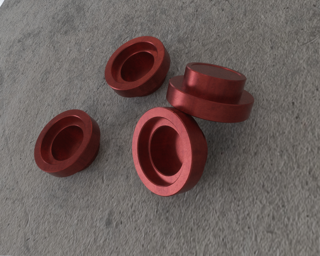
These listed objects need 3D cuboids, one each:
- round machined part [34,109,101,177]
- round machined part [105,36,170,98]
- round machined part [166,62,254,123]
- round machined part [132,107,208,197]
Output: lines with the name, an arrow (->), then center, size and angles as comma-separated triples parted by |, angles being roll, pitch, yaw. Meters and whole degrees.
round machined part -> -0.126, 0.025, 0.444 | 0.098, 0.042, 0.098 | -13, 56, 21
round machined part -> -0.029, -0.086, 0.461 | 0.098, 0.042, 0.098 | -13, 56, 21
round machined part -> 0.059, -0.045, 0.353 | 0.098, 0.099, 0.042 | 32, 121, 38
round machined part -> 0.015, 0.025, 0.350 | 0.098, 0.042, 0.097 | 4, 95, 48
